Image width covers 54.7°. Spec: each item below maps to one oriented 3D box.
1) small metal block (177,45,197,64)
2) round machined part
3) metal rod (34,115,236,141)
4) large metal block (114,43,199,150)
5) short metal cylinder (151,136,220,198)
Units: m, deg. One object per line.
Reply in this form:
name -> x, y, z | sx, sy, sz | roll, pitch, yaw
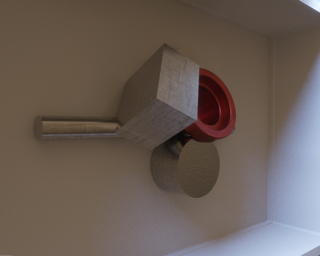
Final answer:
small metal block -> 0.025, -0.082, 0.428 | 0.050, 0.025, 0.050 | -27, 107, -37
round machined part -> 0.054, -0.027, 0.416 | 0.099, 0.042, 0.098 | 16, 63, -34
metal rod -> -0.004, -0.001, 0.401 | 0.302, 0.025, 0.025 | 0, 90, -40
large metal block -> -0.002, -0.033, 0.350 | 0.050, 0.080, 0.080 | 27, 50, -26
short metal cylinder -> 0.035, 0.050, 0.419 | 0.081, 0.050, 0.079 | 0, 90, -40
